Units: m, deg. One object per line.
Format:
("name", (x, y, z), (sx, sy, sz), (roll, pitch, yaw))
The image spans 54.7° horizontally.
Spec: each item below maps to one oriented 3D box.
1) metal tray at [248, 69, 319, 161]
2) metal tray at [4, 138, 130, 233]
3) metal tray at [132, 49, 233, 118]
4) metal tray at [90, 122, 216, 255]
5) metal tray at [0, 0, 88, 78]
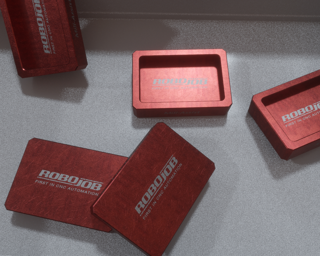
("metal tray", (0.197, -0.023, 0.408), (0.131, 0.030, 0.090), (-21, 60, -8))
("metal tray", (-0.108, 0.070, 0.380), (0.131, 0.030, 0.090), (12, 70, 4))
("metal tray", (0.028, -0.063, 0.430), (0.131, 0.030, 0.090), (-2, 70, -1))
("metal tray", (-0.005, 0.069, 0.361), (0.090, 0.030, 0.130), (39, 66, -5))
("metal tray", (-0.154, -0.136, 0.407), (0.090, 0.030, 0.129), (-5, 105, 14))
